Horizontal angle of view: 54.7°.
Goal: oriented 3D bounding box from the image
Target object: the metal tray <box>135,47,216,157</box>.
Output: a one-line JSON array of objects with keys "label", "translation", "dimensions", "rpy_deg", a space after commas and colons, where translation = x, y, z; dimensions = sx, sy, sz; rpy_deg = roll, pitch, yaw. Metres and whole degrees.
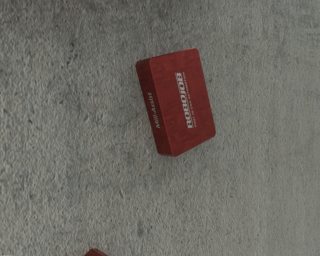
[{"label": "metal tray", "translation": [0.025, -0.036, 0.422], "dimensions": [0.091, 0.030, 0.129], "rpy_deg": [-23, 105, -38]}]

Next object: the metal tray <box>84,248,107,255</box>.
[{"label": "metal tray", "translation": [-0.090, 0.208, 0.326], "dimensions": [0.131, 0.030, 0.090], "rpy_deg": [-40, 114, -33]}]
